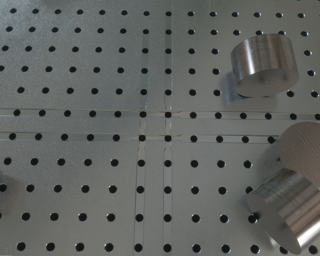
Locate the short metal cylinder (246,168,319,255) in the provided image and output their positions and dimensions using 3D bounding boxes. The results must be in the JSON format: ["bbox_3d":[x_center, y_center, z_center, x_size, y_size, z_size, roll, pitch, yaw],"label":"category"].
[{"bbox_3d":[0.145,0.093,0.350,0.050,0.080,0.080,-33,74,-11],"label":"short metal cylinder"}]

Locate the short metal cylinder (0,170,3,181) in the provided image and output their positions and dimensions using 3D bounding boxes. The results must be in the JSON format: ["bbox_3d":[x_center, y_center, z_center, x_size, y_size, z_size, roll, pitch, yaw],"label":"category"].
[{"bbox_3d":[-0.233,0.064,0.356,0.080,0.080,0.050,12,71,4],"label":"short metal cylinder"}]

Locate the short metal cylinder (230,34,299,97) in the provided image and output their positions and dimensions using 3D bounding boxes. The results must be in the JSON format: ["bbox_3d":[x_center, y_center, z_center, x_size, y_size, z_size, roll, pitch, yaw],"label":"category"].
[{"bbox_3d":[0.138,-0.081,0.414,0.081,0.080,0.050,-3,70,-1],"label":"short metal cylinder"}]

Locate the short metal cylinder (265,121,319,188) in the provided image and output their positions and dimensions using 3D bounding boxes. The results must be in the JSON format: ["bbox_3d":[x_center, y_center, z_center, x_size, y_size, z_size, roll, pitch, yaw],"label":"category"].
[{"bbox_3d":[0.180,0.038,0.387,0.081,0.050,0.080,0,70,0],"label":"short metal cylinder"}]
